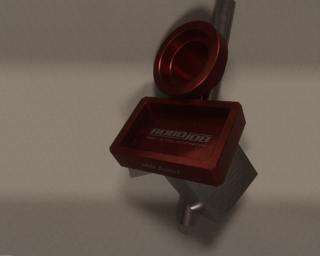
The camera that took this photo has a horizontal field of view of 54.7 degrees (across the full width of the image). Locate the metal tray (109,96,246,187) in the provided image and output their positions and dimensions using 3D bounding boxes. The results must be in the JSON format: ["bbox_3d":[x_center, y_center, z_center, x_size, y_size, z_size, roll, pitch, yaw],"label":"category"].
[{"bbox_3d":[0.019,0.009,0.347,0.130,0.030,0.090,7,52,32],"label":"metal tray"}]

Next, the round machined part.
[{"bbox_3d":[0.042,-0.079,0.386,0.098,0.042,0.098,-17,63,37],"label":"round machined part"}]

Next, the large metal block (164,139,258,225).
[{"bbox_3d":[0.060,0.053,0.374,0.080,0.050,0.080,-46,116,-19],"label":"large metal block"}]

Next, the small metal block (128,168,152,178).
[{"bbox_3d":[-0.014,0.043,0.399,0.050,0.050,0.025,-13,91,0],"label":"small metal block"}]

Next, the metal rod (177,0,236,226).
[{"bbox_3d":[0.061,-0.020,0.412,0.025,0.025,0.298,10,90,-1],"label":"metal rod"}]
